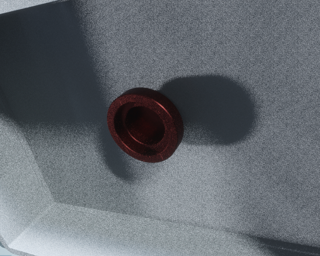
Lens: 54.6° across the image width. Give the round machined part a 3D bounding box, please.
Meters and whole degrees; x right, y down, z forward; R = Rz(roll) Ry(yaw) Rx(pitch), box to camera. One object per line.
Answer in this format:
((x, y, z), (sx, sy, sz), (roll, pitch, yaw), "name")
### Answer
((-0.015, -0.007, 0.398), (0.098, 0.042, 0.097), (13, 124, 21), "round machined part")
